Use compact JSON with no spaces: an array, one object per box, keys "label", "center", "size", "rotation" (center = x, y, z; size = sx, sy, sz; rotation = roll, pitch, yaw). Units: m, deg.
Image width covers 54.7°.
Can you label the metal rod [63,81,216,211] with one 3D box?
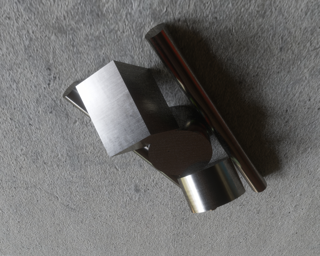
[{"label":"metal rod","center":[-0.010,0.040,0.442],"size":[0.025,0.025,0.300],"rotation":[-33,123,25]}]

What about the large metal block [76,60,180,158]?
[{"label":"large metal block","center":[-0.031,-0.021,0.334],"size":[0.050,0.080,0.080],"rotation":[-30,83,22]}]

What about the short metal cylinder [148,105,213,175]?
[{"label":"short metal cylinder","center":[0.026,0.017,0.407],"size":[0.081,0.050,0.079],"rotation":[0,130,0]}]

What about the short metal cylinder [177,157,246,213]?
[{"label":"short metal cylinder","center":[0.071,0.078,0.432],"size":[0.080,0.080,0.050],"rotation":[-25,84,19]}]

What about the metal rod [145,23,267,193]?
[{"label":"metal rod","center":[0.075,-0.005,0.404],"size":[0.025,0.025,0.300],"rotation":[-26,126,20]}]
